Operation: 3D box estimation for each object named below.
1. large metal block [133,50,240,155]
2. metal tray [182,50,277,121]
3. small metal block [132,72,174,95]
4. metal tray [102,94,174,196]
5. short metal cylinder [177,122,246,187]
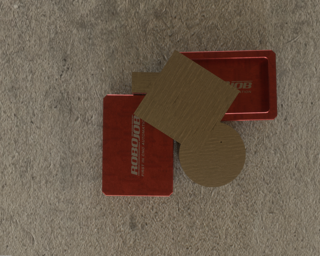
[{"bbox_3d":[0.028,-0.027,0.347,0.080,0.050,0.080,33,90,0],"label":"large metal block"},{"bbox_3d":[0.084,-0.054,0.409,0.131,0.030,0.089,-2,90,0],"label":"metal tray"},{"bbox_3d":[-0.009,-0.055,0.399,0.050,0.050,0.025,1,90,0],"label":"small metal block"},{"bbox_3d":[-0.028,0.022,0.409,0.091,0.030,0.129,1,90,0],"label":"metal tray"},{"bbox_3d":[0.064,0.032,0.399,0.080,0.050,0.080,0,90,0],"label":"short metal cylinder"}]
